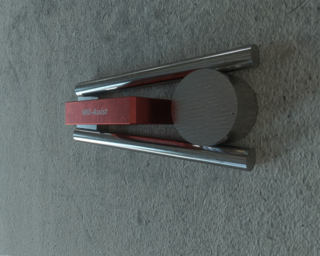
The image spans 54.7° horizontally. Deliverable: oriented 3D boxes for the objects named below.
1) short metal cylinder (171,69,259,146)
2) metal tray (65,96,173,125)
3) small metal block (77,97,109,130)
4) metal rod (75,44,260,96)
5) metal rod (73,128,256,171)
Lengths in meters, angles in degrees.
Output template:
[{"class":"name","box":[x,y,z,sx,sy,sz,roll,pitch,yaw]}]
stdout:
[{"class":"short metal cylinder","box":[0.060,-0.022,0.340,0.080,0.050,0.079,0,90,40]},{"class":"metal tray","box":[-0.049,-0.019,0.403,0.130,0.091,0.030,0,90,40]},{"class":"small metal block","box":[-0.106,-0.024,0.495,0.050,0.025,0.050,6,94,40]},{"class":"metal rod","box":[-0.015,-0.069,0.419,0.300,0.025,0.025,-3,88,40]},{"class":"metal rod","box":[-0.019,0.022,0.422,0.300,0.025,0.025,6,94,39]}]
